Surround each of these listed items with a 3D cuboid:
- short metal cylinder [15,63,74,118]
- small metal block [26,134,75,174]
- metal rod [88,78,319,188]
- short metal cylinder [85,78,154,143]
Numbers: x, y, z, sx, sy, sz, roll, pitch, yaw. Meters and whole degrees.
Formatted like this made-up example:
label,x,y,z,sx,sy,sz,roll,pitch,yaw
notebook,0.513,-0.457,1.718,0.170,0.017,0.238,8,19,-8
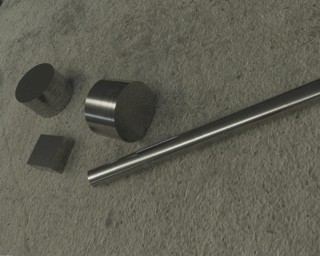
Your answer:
label,x,y,z,sx,sy,sz,roll,pitch,yaw
short metal cylinder,-0.197,-0.064,0.531,0.080,0.050,0.080,-13,56,21
small metal block,-0.165,0.039,0.467,0.050,0.025,0.050,4,63,30
metal rod,0.047,0.011,0.372,0.301,0.025,0.025,-22,54,14
short metal cylinder,-0.052,-0.024,0.411,0.050,0.080,0.080,11,68,33
